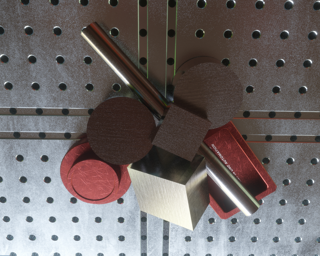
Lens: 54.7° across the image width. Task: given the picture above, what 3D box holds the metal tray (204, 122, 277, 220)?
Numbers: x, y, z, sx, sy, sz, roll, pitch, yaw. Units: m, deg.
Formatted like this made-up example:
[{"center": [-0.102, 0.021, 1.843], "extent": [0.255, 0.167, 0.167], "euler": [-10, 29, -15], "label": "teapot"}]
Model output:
[{"center": [0.088, 0.055, 0.427], "extent": [0.090, 0.030, 0.130], "euler": [-35, 107, 11], "label": "metal tray"}]

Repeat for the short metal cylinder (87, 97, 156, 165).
[{"center": [-0.048, 0.002, 0.385], "extent": [0.081, 0.050, 0.079], "euler": [-1, 94, -8], "label": "short metal cylinder"}]

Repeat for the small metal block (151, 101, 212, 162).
[{"center": [0.023, 0.003, 0.354], "extent": [0.050, 0.025, 0.050], "euler": [25, 100, -9], "label": "small metal block"}]

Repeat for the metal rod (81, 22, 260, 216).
[{"center": [0.017, -0.007, 0.381], "extent": [0.025, 0.025, 0.300], "euler": [-41, 96, 13], "label": "metal rod"}]

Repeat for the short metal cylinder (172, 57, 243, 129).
[{"center": [0.056, -0.044, 0.381], "extent": [0.081, 0.050, 0.079], "euler": [0, 110, 0], "label": "short metal cylinder"}]

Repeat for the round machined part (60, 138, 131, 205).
[{"center": [-0.087, 0.064, 0.422], "extent": [0.099, 0.042, 0.097], "euler": [0, 110, 0], "label": "round machined part"}]

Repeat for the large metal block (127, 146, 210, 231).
[{"center": [0.013, 0.073, 0.395], "extent": [0.080, 0.050, 0.080], "euler": [12, 131, 31], "label": "large metal block"}]
